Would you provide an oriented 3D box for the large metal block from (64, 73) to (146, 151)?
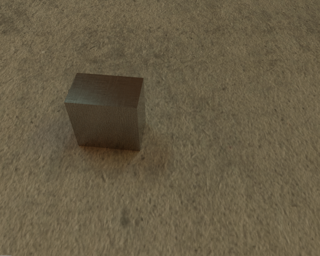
[{"bbox_3d":[-0.062,-0.018,0.382,0.080,0.080,0.050,5,50,4],"label":"large metal block"}]
